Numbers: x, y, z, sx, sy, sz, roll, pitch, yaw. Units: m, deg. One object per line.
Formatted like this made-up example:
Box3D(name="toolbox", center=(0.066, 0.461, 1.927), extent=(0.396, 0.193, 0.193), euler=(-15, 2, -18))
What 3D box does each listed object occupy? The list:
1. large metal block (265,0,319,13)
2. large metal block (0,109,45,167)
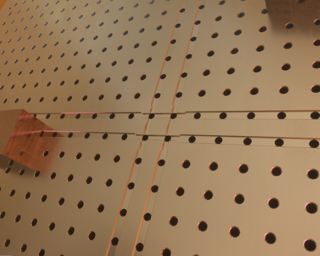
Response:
Box3D(name="large metal block", center=(0.194, -0.203, 0.415), extent=(0.080, 0.050, 0.080), euler=(18, 71, 35))
Box3D(name="large metal block", center=(-0.253, 0.017, 0.516), extent=(0.080, 0.050, 0.080), euler=(-2, 61, 27))
